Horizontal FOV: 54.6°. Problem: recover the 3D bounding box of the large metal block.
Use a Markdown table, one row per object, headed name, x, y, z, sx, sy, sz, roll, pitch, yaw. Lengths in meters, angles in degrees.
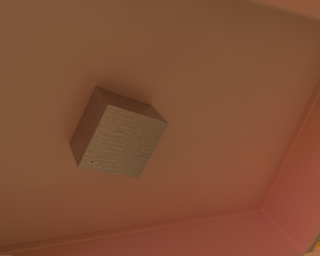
| name | x | y | z | sx | sy | sz | roll | pitch | yaw |
| --- | --- | --- | --- | --- | --- | --- | --- | --- | --- |
| large metal block | -0.050 | 0.007 | 0.369 | 0.080 | 0.050 | 0.080 | 17 | 109 | -35 |
